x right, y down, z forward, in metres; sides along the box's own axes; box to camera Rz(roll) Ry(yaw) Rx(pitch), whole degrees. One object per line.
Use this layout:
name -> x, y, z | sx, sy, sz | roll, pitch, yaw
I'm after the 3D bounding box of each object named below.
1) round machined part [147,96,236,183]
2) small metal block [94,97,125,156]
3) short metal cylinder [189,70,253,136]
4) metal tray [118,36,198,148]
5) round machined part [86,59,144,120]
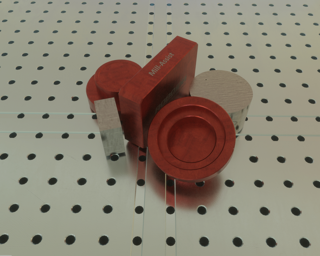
round machined part -> 0.038, 0.016, 0.364 | 0.098, 0.042, 0.098 | -3, 71, 10
small metal block -> -0.063, -0.001, 0.386 | 0.025, 0.050, 0.050 | -12, 51, -10
short metal cylinder -> 0.078, -0.032, 0.414 | 0.081, 0.050, 0.080 | 0, 50, 0
metal tray -> 0.002, -0.047, 0.400 | 0.030, 0.089, 0.130 | 26, 55, 20
round machined part -> -0.056, -0.061, 0.441 | 0.099, 0.042, 0.098 | 0, 50, 0
